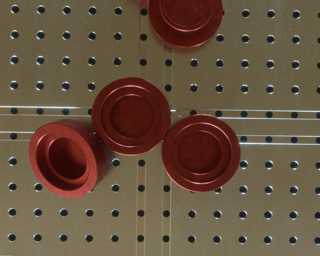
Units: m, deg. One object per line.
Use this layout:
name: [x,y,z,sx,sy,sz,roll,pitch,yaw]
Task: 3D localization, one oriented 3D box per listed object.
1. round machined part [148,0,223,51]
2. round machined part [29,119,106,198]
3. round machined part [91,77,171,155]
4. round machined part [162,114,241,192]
round machined part: [0.034,-0.154,0.405,0.099,0.042,0.097,0,90,-1]
round machined part: [-0.111,0.035,0.391,0.098,0.042,0.097,6,108,19]
round machined part: [-0.036,-0.015,0.404,0.099,0.042,0.097,0,90,-1]
round machined part: [0.051,0.031,0.406,0.099,0.042,0.097,0,90,-1]
